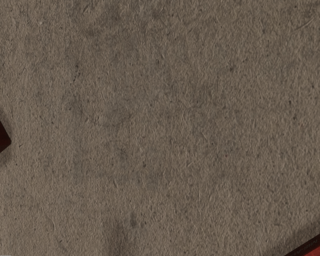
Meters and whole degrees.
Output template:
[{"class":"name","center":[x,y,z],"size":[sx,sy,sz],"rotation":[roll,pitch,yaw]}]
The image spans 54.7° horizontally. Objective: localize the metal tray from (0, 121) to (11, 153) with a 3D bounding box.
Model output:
[{"class":"metal tray","center":[-0.320,0.024,0.516],"size":[0.130,0.030,0.090],"rotation":[-36,79,16]}]

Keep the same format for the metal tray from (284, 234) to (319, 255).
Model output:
[{"class":"metal tray","center":[0.185,0.174,0.341],"size":[0.130,0.030,0.090],"rotation":[-41,78,15]}]
